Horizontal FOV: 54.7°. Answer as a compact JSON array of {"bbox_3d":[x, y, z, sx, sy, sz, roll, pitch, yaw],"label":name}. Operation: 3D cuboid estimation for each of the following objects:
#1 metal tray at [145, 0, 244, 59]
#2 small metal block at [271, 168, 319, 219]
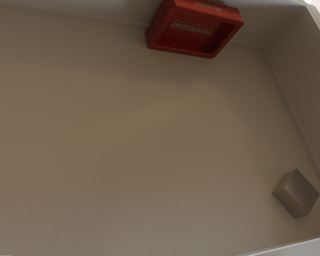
[{"bbox_3d":[0.053,-0.157,0.490,0.131,0.090,0.030,2,61,-28],"label":"metal tray"},{"bbox_3d":[0.201,0.097,0.458,0.050,0.025,0.050,49,51,6],"label":"small metal block"}]
